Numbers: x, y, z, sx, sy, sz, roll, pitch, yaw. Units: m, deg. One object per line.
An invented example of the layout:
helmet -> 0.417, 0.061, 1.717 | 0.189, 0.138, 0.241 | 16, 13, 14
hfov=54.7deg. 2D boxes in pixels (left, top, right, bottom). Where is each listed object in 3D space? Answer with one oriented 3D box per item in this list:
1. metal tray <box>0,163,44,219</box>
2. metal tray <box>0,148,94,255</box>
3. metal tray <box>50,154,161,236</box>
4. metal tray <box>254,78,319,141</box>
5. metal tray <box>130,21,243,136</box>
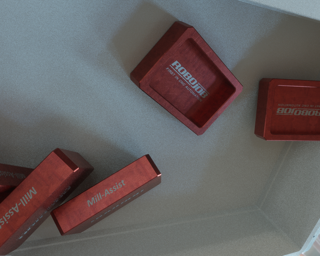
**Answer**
metal tray -> -0.181, 0.075, 0.305 | 0.090, 0.030, 0.130 | -39, 167, -3
metal tray -> -0.135, 0.081, 0.335 | 0.030, 0.090, 0.130 | 43, 83, 5
metal tray -> -0.061, 0.087, 0.396 | 0.131, 0.030, 0.090 | -31, 166, -9
metal tray -> 0.213, -0.027, 0.467 | 0.131, 0.030, 0.089 | 1, 100, -11
metal tray -> 0.038, -0.057, 0.392 | 0.090, 0.030, 0.130 | -49, 129, 6
